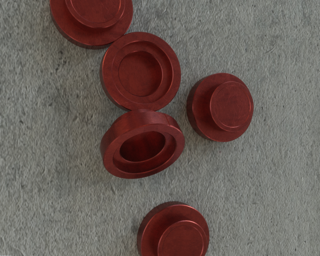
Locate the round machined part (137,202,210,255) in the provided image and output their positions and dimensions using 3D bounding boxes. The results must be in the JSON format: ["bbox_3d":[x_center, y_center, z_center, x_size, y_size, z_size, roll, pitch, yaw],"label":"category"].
[{"bbox_3d":[0.023,0.150,0.408,0.099,0.042,0.097,0,90,-20],"label":"round machined part"}]

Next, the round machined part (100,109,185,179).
[{"bbox_3d":[-0.023,0.015,0.373,0.099,0.042,0.097,-14,139,-12],"label":"round machined part"}]

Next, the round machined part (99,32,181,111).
[{"bbox_3d":[-0.027,-0.067,0.390,0.099,0.042,0.097,0,90,-20],"label":"round machined part"}]

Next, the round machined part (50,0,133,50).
[{"bbox_3d":[-0.080,-0.147,0.370,0.099,0.042,0.097,0,90,-20],"label":"round machined part"}]

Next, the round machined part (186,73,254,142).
[{"bbox_3d":[0.090,-0.029,0.433,0.099,0.042,0.097,0,90,-20],"label":"round machined part"}]
